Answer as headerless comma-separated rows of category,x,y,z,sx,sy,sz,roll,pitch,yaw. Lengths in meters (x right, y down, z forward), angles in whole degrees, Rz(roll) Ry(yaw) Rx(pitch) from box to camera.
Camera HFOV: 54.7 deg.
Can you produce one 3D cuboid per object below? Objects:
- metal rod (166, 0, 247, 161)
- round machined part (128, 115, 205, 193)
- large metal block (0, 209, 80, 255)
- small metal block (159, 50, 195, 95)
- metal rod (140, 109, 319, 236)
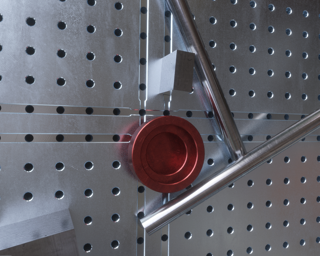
metal rod,0.067,-0.073,0.438,0.025,0.025,0.299,-27,99,-18
round machined part,0.005,0.033,0.407,0.099,0.042,0.097,0,90,-21
large metal block,-0.133,0.132,0.335,0.081,0.080,0.050,-11,94,-20
small metal block,0.022,-0.071,0.408,0.025,0.050,0.050,6,88,-20
metal rod,0.109,0.057,0.430,0.301,0.025,0.025,-30,100,-9
